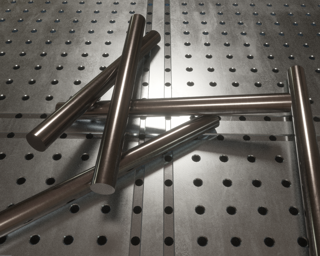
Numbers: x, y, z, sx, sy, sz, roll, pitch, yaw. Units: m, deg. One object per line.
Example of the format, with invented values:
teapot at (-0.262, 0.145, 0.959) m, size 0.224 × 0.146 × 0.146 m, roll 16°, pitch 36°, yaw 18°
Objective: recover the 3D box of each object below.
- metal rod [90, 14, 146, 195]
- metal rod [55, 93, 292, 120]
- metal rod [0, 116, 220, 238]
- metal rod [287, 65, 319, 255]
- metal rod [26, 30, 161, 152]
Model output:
metal rod at (-0.047, -0.056, 0.404) m, size 0.025 × 0.025 × 0.300 m, roll 4°, pitch 52°, yaw 2°
metal rod at (0.011, -0.027, 0.406) m, size 0.302 × 0.025 × 0.025 m, roll -2°, pitch 50°, yaw 7°
metal rod at (-0.055, 0.048, 0.366) m, size 0.302 × 0.025 × 0.025 m, roll -25°, pitch 55°, yaw -20°
metal rod at (0.185, 0.025, 0.388) m, size 0.025 × 0.025 × 0.300 m, roll 8°, pitch 50°, yaw 6°
metal rod at (-0.071, -0.072, 0.436) m, size 0.025 × 0.025 × 0.301 m, roll 19°, pitch 43°, yaw 15°
